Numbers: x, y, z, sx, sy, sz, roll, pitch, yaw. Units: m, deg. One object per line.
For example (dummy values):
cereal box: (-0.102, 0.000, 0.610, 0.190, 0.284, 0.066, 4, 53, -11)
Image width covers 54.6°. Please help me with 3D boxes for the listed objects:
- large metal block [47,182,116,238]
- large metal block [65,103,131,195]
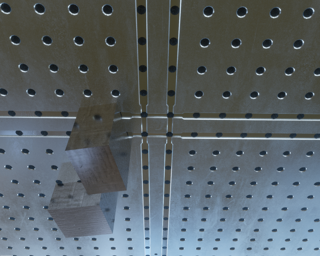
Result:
large metal block: (-0.123, 0.133, 0.507, 0.080, 0.050, 0.080, -7, 130, 5)
large metal block: (-0.074, 0.026, 0.397, 0.050, 0.080, 0.080, -8, 130, 6)
